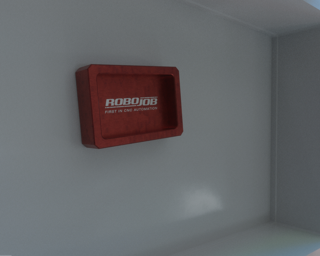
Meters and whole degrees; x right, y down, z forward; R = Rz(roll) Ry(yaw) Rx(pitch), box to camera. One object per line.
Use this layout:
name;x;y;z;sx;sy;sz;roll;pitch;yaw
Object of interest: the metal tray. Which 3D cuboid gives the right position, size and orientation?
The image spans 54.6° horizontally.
metal tray;-0.031;-0.028;0.375;0.131;0.030;0.090;-8;95;-40
